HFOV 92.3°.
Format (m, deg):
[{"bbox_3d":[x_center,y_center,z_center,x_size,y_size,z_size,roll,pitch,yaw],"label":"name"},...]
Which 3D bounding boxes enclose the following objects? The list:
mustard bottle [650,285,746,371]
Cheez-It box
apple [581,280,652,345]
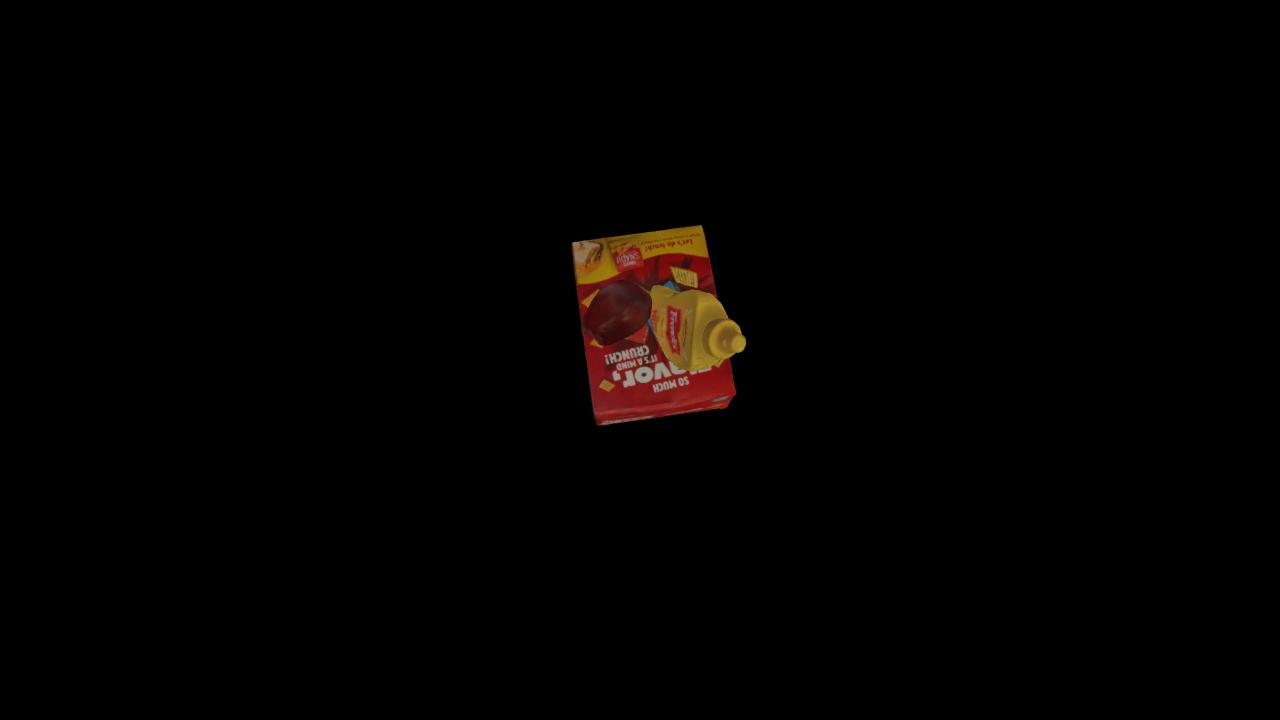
[{"bbox_3d":[0.054,-0.035,0.688,0.054,0.092,0.184,5,10,-32],"label":"mustard bottle"},{"bbox_3d":[0.013,-0.043,0.744,0.166,0.223,0.071,-8,-18,-4],"label":"Cheez-It box"},{"bbox_3d":[-0.024,-0.051,0.725,0.093,0.079,0.079,-37,17,-23],"label":"apple"}]
